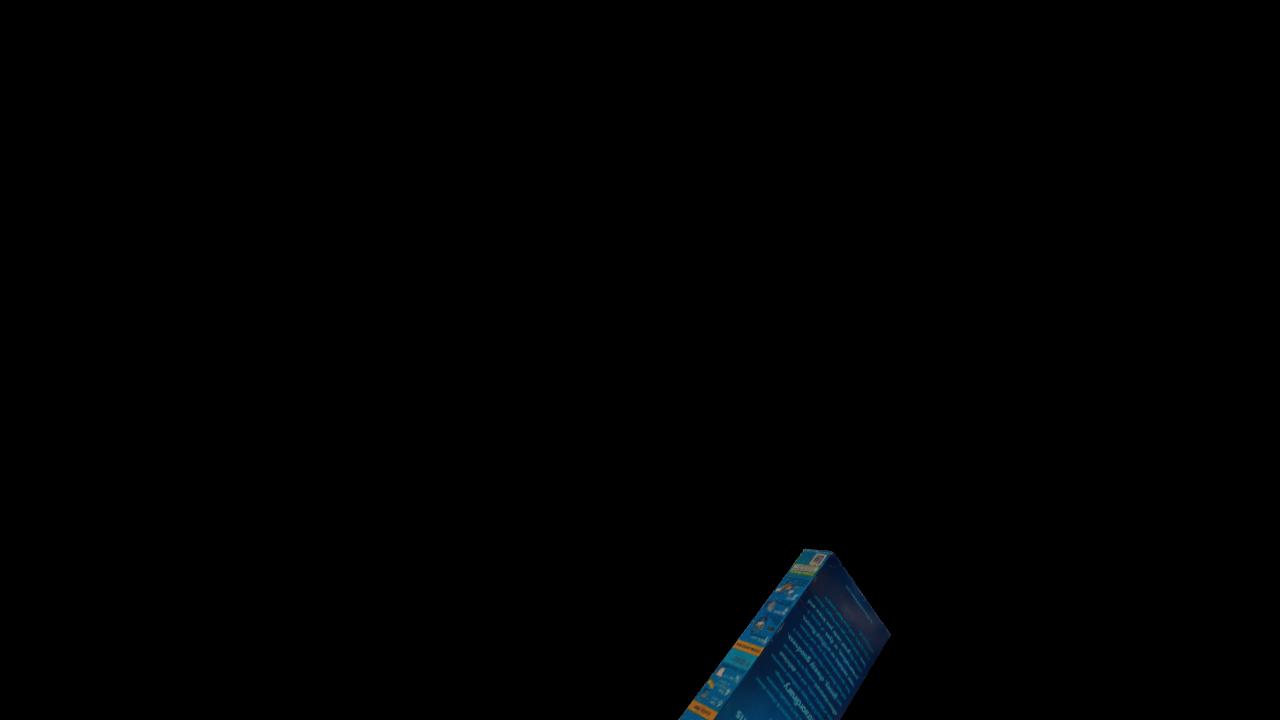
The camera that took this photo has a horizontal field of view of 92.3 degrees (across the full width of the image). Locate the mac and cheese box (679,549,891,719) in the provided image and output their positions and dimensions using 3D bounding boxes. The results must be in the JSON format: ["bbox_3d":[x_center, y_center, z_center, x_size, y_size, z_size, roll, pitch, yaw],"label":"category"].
[{"bbox_3d":[0.112,0.244,0.467,0.184,0.093,0.041,-40,10,-29],"label":"mac and cheese box"}]
